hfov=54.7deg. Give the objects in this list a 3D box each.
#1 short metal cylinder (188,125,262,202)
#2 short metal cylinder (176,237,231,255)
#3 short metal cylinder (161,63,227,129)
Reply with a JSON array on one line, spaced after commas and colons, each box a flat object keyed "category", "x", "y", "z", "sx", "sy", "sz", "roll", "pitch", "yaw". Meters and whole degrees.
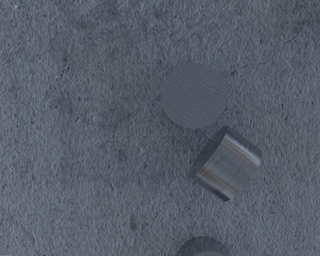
[{"category": "short metal cylinder", "x": 0.079, "y": 0.043, "z": 0.383, "sx": 0.050, "sy": 0.080, "sz": 0.080, "roll": 37, "pitch": 90, "yaw": 0}, {"category": "short metal cylinder", "x": 0.059, "y": 0.188, "z": 0.398, "sx": 0.081, "sy": 0.050, "sz": 0.080, "roll": 0, "pitch": 90, "yaw": 0}, {"category": "short metal cylinder", "x": 0.041, "y": -0.039, "z": 0.398, "sx": 0.081, "sy": 0.050, "sz": 0.080, "roll": 0, "pitch": 90, "yaw": 0}]
